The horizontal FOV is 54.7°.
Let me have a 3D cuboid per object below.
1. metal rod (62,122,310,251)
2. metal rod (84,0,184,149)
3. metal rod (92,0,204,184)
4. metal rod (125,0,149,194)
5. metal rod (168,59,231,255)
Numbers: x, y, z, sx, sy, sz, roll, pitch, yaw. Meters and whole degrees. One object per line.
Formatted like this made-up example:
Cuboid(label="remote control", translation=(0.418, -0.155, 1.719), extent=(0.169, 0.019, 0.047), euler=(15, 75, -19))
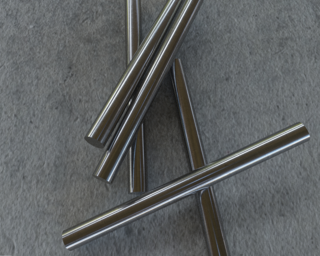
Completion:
Cuboid(label="metal rod", translation=(0.030, 0.067, 0.359), extent=(0.301, 0.025, 0.025), euler=(-25, 72, 0))
Cuboid(label="metal rod", translation=(-0.018, -0.104, 0.423), extent=(0.025, 0.025, 0.300), euler=(22, 63, 7))
Cuboid(label="metal rod", translation=(-0.006, -0.067, 0.407), extent=(0.025, 0.025, 0.300), euler=(22, 69, 7))
Cuboid(label="metal rod", translation=(-0.034, -0.061, 0.429), extent=(0.025, 0.025, 0.299), euler=(-3, 70, -1))
Cuboid(label="metal rod", translation=(0.048, 0.046, 0.391), extent=(0.025, 0.025, 0.299), euler=(-10, 70, -4))
